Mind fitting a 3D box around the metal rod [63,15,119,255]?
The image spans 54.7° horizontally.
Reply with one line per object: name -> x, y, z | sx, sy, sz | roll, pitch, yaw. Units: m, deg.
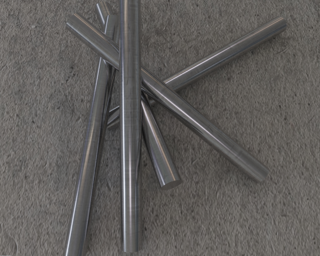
metal rod -> -0.079, 0.001, 0.383 | 0.025, 0.025, 0.299 | 7, 79, 2

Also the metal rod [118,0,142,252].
metal rod -> -0.034, -0.010, 0.354 | 0.025, 0.025, 0.298 | 0, 92, 0

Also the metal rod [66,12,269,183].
metal rod -> 0.011, -0.035, 0.381 | 0.300, 0.025, 0.025 | 39, 74, -3

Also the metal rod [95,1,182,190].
metal rod -> -0.038, -0.061, 0.406 | 0.025, 0.025, 0.299 | -19, 62, -7

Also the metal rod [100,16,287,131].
metal rod -> 0.054, -0.081, 0.437 | 0.301, 0.025, 0.025 | -30, 73, -11
